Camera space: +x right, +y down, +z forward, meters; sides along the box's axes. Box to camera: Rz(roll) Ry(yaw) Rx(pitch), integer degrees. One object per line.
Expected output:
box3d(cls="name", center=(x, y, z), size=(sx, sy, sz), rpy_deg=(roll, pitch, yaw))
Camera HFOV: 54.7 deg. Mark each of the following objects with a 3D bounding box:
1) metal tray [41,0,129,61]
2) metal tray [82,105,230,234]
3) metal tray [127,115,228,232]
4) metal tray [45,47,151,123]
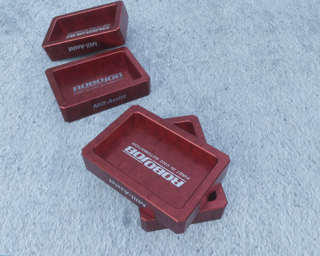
box3d(cls="metal tray", center=(-0.121, -0.162, 0.514), size=(0.131, 0.030, 0.090), rpy_deg=(-10, 49, 10))
box3d(cls="metal tray", center=(-0.005, 0.037, 0.329), size=(0.130, 0.030, 0.090), rpy_deg=(30, 56, 23))
box3d(cls="metal tray", center=(0.014, 0.046, 0.360), size=(0.091, 0.030, 0.130), rpy_deg=(-8, 50, -7))
box3d(cls="metal tray", center=(-0.090, -0.068, 0.455), size=(0.131, 0.030, 0.090), rpy_deg=(-21, 53, -17))
